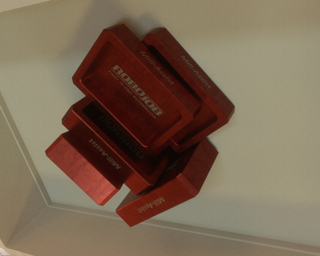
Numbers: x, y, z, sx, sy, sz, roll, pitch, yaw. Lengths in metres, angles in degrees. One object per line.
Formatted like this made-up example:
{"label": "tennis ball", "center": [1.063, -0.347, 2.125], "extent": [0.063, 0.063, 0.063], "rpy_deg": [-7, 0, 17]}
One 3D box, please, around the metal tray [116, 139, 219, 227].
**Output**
{"label": "metal tray", "center": [0.008, 0.070, 0.402], "extent": [0.030, 0.090, 0.129], "rpy_deg": [49, 128, -6]}

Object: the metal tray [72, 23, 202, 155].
{"label": "metal tray", "center": [-0.029, -0.040, 0.353], "extent": [0.130, 0.030, 0.090], "rpy_deg": [45, 129, -3]}

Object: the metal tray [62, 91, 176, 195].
{"label": "metal tray", "center": [-0.045, 0.009, 0.391], "extent": [0.130, 0.090, 0.030], "rpy_deg": [45, 129, -3]}

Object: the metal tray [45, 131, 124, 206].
{"label": "metal tray", "center": [-0.083, 0.039, 0.406], "extent": [0.090, 0.130, 0.030], "rpy_deg": [45, 99, -3]}

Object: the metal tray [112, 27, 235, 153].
{"label": "metal tray", "center": [0.013, -0.041, 0.372], "extent": [0.130, 0.030, 0.090], "rpy_deg": [48, 130, -5]}
